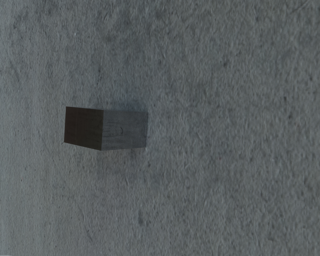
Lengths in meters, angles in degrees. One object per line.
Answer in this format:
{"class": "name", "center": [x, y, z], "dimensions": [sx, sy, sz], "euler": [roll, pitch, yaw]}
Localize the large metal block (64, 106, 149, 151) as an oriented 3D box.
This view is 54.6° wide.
{"class": "large metal block", "center": [-0.074, -0.001, 0.432], "dimensions": [0.080, 0.081, 0.050], "euler": [7, 95, 40]}
